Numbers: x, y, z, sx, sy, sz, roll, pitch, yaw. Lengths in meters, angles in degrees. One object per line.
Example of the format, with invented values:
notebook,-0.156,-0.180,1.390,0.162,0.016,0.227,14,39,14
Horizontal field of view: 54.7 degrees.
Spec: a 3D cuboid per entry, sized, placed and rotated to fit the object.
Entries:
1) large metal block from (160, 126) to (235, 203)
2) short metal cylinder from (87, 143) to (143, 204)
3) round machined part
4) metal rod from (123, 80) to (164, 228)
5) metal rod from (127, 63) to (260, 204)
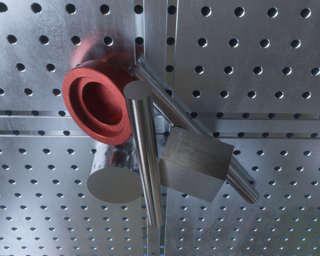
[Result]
large metal block,0.044,0.050,0.409,0.080,0.050,0.080,19,149,7
short metal cylinder,-0.061,0.065,0.450,0.081,0.050,0.079,0,130,0
round machined part,-0.060,-0.032,0.354,0.098,0.042,0.097,19,131,24
metal rod,-0.013,0.059,0.390,0.025,0.025,0.298,-2,142,2
metal rod,0.061,0.024,0.433,0.025,0.025,0.300,-31,124,23
